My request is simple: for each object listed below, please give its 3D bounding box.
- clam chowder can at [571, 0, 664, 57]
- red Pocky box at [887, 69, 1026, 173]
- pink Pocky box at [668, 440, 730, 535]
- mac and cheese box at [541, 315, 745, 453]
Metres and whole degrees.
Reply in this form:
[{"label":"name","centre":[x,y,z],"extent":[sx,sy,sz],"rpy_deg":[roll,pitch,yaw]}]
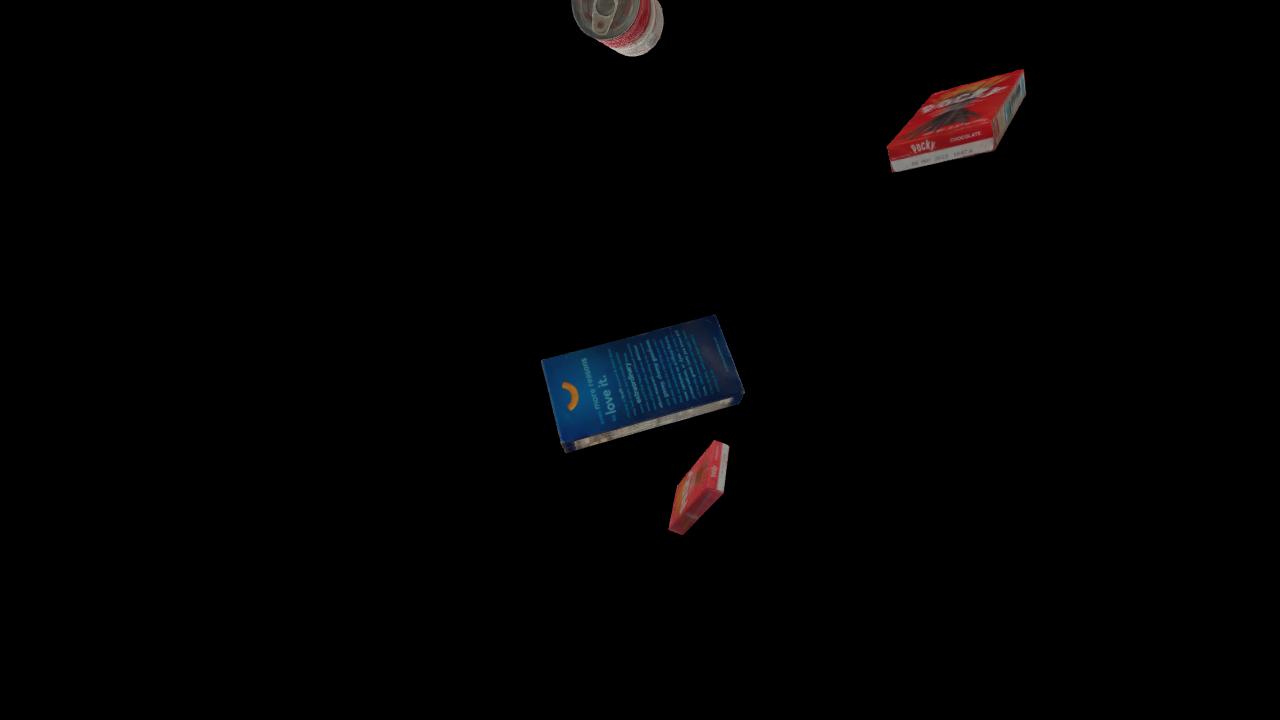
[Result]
[{"label":"clam chowder can","centre":[-0.019,-0.347,0.615],"extent":[0.068,0.068,0.102],"rpy_deg":[0,17,17]},{"label":"red Pocky box","centre":[0.284,-0.215,0.547],"extent":[0.083,0.028,0.155],"rpy_deg":[-2,32,42]},{"label":"pink Pocky box","centre":[0.088,0.196,0.931],"extent":[0.029,0.084,0.155],"rpy_deg":[22,-42,-6]},{"label":"mac and cheese box","centre":[0.002,0.022,0.615],"extent":[0.184,0.093,0.041],"rpy_deg":[-15,-23,-7]}]
